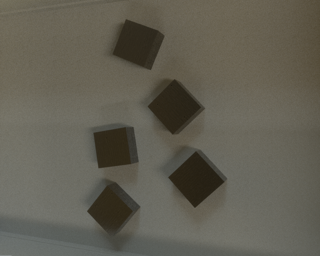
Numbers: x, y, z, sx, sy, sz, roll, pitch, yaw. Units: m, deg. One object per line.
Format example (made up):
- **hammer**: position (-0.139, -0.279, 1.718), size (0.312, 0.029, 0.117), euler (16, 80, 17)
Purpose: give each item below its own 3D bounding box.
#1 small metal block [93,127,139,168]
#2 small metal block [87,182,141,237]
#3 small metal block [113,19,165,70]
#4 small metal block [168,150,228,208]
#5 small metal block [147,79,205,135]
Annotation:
- **small metal block**: position (-0.061, 0.027, 0.432), size (0.050, 0.025, 0.050), euler (-10, 87, 19)
- **small metal block**: position (-0.065, 0.113, 0.433), size (0.050, 0.025, 0.050), euler (41, 103, 15)
- **small metal block**: position (-0.029, -0.113, 0.421), size (0.050, 0.025, 0.050), euler (25, 98, 18)
- **small metal block**: position (0.048, 0.064, 0.393), size (0.050, 0.025, 0.050), euler (-45, 76, 14)
- **small metal block**: position (0.021, -0.027, 0.403), size (0.050, 0.025, 0.050), euler (-45, 76, 14)
